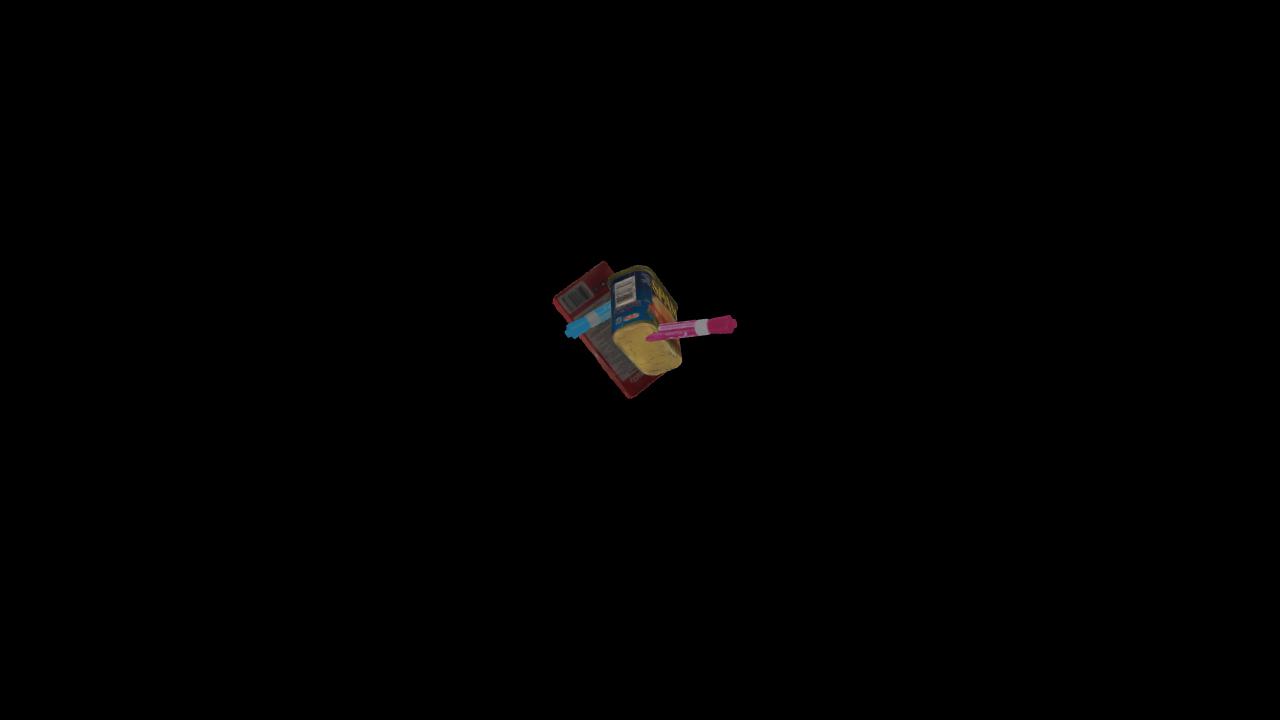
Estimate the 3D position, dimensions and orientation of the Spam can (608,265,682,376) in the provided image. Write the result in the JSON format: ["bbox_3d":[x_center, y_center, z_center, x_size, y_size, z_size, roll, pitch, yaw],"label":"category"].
[{"bbox_3d":[0.006,-0.043,0.707,0.058,0.085,0.101,-20,-40,21],"label":"Spam can"}]

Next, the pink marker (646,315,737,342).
[{"bbox_3d":[0.046,-0.032,0.650,0.121,0.020,0.020,-5,-3,32],"label":"pink marker"}]

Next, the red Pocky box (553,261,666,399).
[{"bbox_3d":[-0.029,-0.036,0.750,0.083,0.155,0.028,-38,1,-17],"label":"red Pocky box"}]

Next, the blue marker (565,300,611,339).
[{"bbox_3d":[-0.036,-0.059,0.721,0.121,0.020,0.020,-32,11,-19],"label":"blue marker"}]
